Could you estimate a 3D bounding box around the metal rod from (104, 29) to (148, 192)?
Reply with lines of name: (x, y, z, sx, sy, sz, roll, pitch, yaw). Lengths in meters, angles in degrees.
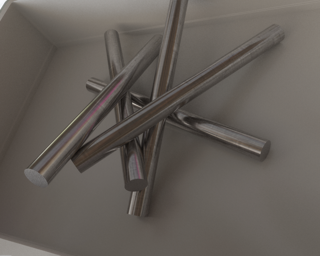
metal rod: (-0.054, -0.048, 0.428, 0.025, 0.025, 0.300, -26, 48, 12)

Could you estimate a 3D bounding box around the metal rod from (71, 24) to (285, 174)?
metal rod: (0.031, -0.043, 0.367, 0.301, 0.025, 0.025, -34, 50, -14)

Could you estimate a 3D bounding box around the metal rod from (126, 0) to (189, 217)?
metal rod: (0.001, -0.042, 0.394, 0.025, 0.025, 0.299, 3, 74, 29)

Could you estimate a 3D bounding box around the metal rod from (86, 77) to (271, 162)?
metal rod: (0.001, -0.023, 0.419, 0.300, 0.025, 0.025, 23, 74, 36)

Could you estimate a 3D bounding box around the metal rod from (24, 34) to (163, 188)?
metal rod: (-0.057, -0.046, 0.388, 0.025, 0.025, 0.301, 0, 38, 28)
